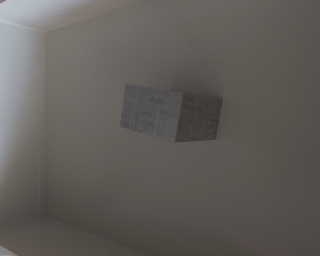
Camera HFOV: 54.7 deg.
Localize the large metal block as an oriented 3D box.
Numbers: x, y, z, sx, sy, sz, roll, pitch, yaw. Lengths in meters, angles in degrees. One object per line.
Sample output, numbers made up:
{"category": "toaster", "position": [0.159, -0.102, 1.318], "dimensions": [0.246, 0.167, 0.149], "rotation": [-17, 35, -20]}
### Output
{"category": "large metal block", "position": [0.014, -0.018, 0.358], "dimensions": [0.080, 0.081, 0.050], "rotation": [15, 99, 39]}
